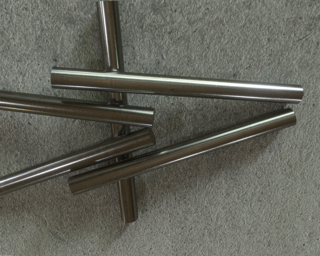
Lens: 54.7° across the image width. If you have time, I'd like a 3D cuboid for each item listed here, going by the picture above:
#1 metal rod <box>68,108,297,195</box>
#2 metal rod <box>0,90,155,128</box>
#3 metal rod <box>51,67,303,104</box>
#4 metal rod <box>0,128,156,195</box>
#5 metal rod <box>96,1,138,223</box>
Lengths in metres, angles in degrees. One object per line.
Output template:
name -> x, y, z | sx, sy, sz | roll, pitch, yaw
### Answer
metal rod -> 0.030, 0.030, 0.406 | 0.302, 0.025, 0.025 | -18, 110, -1
metal rod -> -0.158, -0.030, 0.383 | 0.302, 0.025, 0.025 | 7, 110, 3
metal rod -> 0.027, -0.050, 0.375 | 0.302, 0.025, 0.025 | 3, 110, -8
metal rod -> -0.149, 0.057, 0.415 | 0.301, 0.025, 0.025 | -19, 109, 12
metal rod -> -0.053, -0.006, 0.408 | 0.025, 0.025, 0.298 | -3, 110, 1
